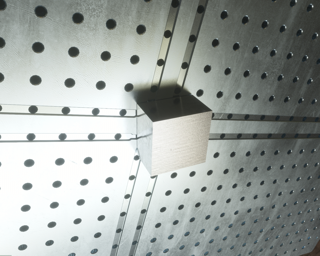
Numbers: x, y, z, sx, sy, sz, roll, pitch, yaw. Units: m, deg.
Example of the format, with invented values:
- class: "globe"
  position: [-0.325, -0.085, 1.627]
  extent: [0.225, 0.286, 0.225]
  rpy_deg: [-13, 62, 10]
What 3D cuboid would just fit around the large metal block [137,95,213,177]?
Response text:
- class: "large metal block"
  position: [0.017, 0.008, 0.407]
  extent: [0.081, 0.050, 0.079]
  rpy_deg: [-12, 124, -22]
